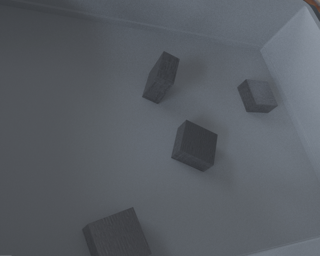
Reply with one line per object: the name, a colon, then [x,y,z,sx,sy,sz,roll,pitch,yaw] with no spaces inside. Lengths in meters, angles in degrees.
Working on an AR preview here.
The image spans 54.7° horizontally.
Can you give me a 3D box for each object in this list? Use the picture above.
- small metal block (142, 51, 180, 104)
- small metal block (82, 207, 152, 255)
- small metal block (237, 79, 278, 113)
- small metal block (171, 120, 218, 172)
small metal block: [0.001,-0.070,0.435,0.025,0.050,0.050,24,53,-14]
small metal block: [-0.044,0.115,0.313,0.050,0.025,0.050,-13,68,-34]
small metal block: [0.167,-0.054,0.532,0.050,0.025,0.050,1,61,-28]
small metal block: [0.047,0.024,0.418,0.050,0.025,0.050,25,53,-13]
